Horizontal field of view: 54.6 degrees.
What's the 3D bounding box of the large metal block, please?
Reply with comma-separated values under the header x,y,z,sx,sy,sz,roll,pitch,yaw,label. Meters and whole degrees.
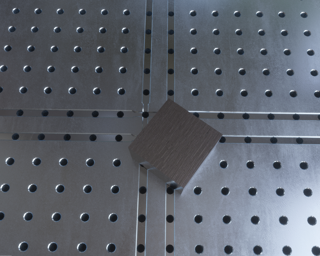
x,y,z,sx,sy,sz,roll,pitch,yaw,label
0.019,0.024,0.390,0.080,0.050,0.080,35,74,12,large metal block
